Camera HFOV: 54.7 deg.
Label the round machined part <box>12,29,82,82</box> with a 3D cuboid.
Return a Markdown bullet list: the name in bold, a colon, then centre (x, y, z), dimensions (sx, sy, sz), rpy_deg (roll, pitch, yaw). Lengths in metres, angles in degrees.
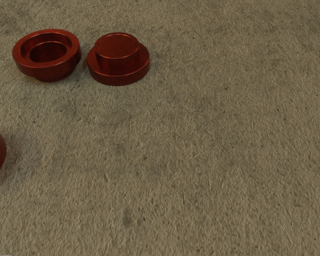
- **round machined part**: centre (-0.171, -0.109, 0.483), dimensions (0.099, 0.042, 0.098), rpy_deg (0, 50, 0)

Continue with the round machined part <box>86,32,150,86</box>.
- **round machined part**: centre (-0.066, -0.114, 0.488), dimensions (0.099, 0.042, 0.098), rpy_deg (0, 50, 0)

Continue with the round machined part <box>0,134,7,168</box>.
- **round machined part**: centre (-0.229, 0.038, 0.359), dimensions (0.099, 0.042, 0.098), rpy_deg (0, 50, 0)
